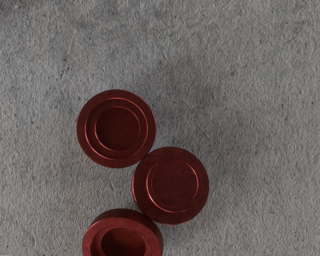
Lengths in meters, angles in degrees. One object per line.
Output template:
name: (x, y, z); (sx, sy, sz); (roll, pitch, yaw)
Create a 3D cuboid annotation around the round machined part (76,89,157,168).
round machined part: (-0.053, 0.001, 0.401); (0.099, 0.042, 0.097); (0, 90, 0)

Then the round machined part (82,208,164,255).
round machined part: (-0.044, 0.145, 0.392); (0.099, 0.042, 0.097); (2, 106, 6)

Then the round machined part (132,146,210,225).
round machined part: (0.015, 0.071, 0.388); (0.099, 0.042, 0.098); (2, 75, -9)
